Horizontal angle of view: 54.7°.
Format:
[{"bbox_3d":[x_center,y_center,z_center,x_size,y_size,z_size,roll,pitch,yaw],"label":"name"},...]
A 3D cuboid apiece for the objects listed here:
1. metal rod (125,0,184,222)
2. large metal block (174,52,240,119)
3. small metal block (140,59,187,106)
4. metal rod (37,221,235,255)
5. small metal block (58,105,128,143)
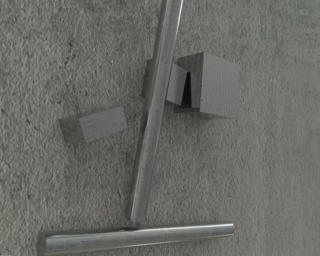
[{"bbox_3d":[-0.005,-0.036,0.371,0.025,0.025,0.298,6,95,-40],"label":"metal rod"},{"bbox_3d":[0.069,-0.057,0.449,0.081,0.050,0.080,7,86,-40],"label":"large metal block"},{"bbox_3d":[0.006,-0.060,0.412,0.050,0.025,0.050,18,78,-39],"label":"small metal block"},{"bbox_3d":[-0.004,0.139,0.403,0.302,0.025,0.025,12,83,-40],"label":"metal rod"},{"bbox_3d":[-0.071,-0.005,0.330,0.050,0.050,0.025,-22,104,-38],"label":"small metal block"}]
